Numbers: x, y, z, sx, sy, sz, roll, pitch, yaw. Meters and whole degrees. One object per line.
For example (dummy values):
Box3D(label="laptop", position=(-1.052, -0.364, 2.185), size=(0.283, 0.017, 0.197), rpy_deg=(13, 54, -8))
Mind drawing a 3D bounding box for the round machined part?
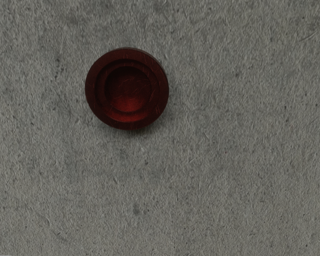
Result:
Box3D(label="round machined part", position=(-0.039, -0.050, 0.382), size=(0.099, 0.042, 0.097), rpy_deg=(0, 110, 0))
